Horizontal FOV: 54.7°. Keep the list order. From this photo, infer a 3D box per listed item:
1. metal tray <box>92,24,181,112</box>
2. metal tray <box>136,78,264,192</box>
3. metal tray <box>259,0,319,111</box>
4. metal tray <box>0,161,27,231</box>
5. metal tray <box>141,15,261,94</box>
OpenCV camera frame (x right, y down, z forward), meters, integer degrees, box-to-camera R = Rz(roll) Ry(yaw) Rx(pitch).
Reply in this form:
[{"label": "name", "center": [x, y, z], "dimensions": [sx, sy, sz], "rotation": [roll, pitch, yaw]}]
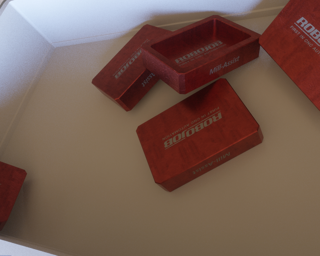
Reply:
[{"label": "metal tray", "center": [-0.034, -0.095, 0.468], "dimensions": [0.130, 0.030, 0.090], "rotation": [-48, 43, -6]}, {"label": "metal tray", "center": [0.043, 0.007, 0.374], "dimensions": [0.130, 0.030, 0.090], "rotation": [-30, 52, 8]}, {"label": "metal tray", "center": [0.176, -0.088, 0.330], "dimensions": [0.089, 0.030, 0.130], "rotation": [-53, 47, 35]}, {"label": "metal tray", "center": [-0.260, 0.076, 0.414], "dimensions": [0.030, 0.131, 0.090], "rotation": [-51, 25, 32]}, {"label": "metal tray", "center": [0.053, -0.100, 0.403], "dimensions": [0.131, 0.030, 0.090], "rotation": [-28, 48, -21]}]
